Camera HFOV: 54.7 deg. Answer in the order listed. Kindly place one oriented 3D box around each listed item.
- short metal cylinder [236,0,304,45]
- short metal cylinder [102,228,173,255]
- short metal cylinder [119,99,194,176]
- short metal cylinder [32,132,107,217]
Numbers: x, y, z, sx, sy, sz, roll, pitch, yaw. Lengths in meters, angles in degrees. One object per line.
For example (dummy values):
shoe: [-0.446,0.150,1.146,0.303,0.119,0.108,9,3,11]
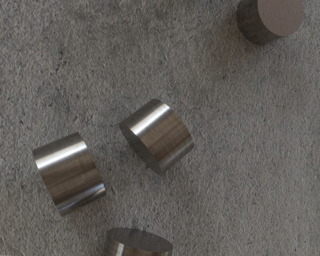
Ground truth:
short metal cylinder: [0.161,-0.168,0.454,0.081,0.050,0.080,0,90,-20]
short metal cylinder: [-0.029,0.157,0.369,0.081,0.080,0.050,15,85,-20]
short metal cylinder: [-0.005,0.011,0.378,0.050,0.080,0.080,-39,103,-16]
short metal cylinder: [-0.100,0.050,0.343,0.050,0.080,0.080,-24,98,-18]
